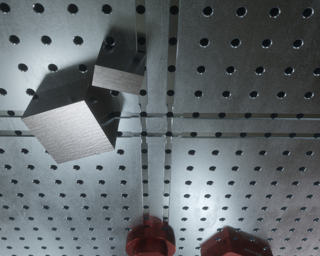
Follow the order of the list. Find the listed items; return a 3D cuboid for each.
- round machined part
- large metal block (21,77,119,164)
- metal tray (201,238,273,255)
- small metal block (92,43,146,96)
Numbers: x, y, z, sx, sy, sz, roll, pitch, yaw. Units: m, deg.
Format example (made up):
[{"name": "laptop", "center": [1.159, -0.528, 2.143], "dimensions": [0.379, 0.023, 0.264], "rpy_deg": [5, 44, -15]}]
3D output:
[{"name": "round machined part", "center": [-0.018, 0.239, 0.604], "dimensions": [0.099, 0.042, 0.097], "rpy_deg": [0, 130, 0]}, {"name": "large metal block", "center": [-0.107, -0.008, 0.388], "dimensions": [0.080, 0.050, 0.080], "rpy_deg": [-15, 129, 12]}, {"name": "metal tray", "center": [0.164, 0.280, 0.648], "dimensions": [0.131, 0.030, 0.090], "rpy_deg": [26, 125, -21]}, {"name": "small metal block", "center": [-0.044, -0.065, 0.339], "dimensions": [0.050, 0.050, 0.025], "rpy_deg": [12, 129, -10]}]
